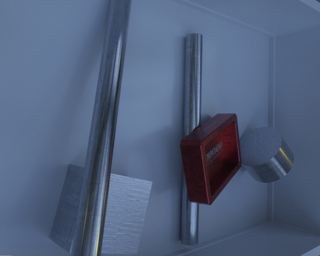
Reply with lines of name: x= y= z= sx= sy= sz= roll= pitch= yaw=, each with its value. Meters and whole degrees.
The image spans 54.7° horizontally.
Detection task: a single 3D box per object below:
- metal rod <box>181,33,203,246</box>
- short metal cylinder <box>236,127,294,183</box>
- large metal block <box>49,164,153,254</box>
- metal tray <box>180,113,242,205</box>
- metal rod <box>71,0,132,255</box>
metal rod: x=0.046 y=0.015 z=0.447 sx=0.025 sy=0.025 sz=0.298 roll=2 pitch=89 yaw=-40
short metal cylinder: x=0.175 y=0.045 z=0.521 sx=0.050 sy=0.080 sz=0.080 roll=46 pitch=62 yaw=-31
large metal block: x=-0.063 y=0.089 z=0.340 sx=0.080 sy=0.050 sz=0.080 roll=20 pitch=77 yaw=-39
metal tray: x=0.078 y=0.039 z=0.444 sx=0.131 sy=0.030 sz=0.089 roll=-30 pitch=116 yaw=-52
metal rod: x=-0.055 y=-0.016 z=0.315 sx=0.025 sy=0.025 sz=0.299 roll=22 pitch=62 yaw=-38
